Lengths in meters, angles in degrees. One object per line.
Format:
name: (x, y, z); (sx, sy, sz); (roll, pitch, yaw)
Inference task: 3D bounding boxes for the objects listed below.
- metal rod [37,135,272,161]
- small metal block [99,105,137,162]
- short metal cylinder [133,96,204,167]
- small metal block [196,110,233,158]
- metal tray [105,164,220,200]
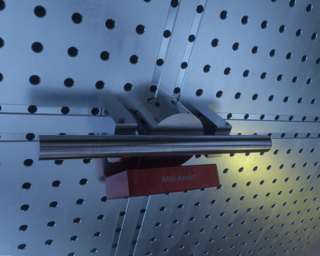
metal rod: (0.016, 0.020, 0.368); (0.303, 0.025, 0.025); (1, 118, -28)
small metal block: (-0.052, 0.005, 0.370); (0.025, 0.050, 0.050); (-1, 119, -28)
short metal cylinder: (0.009, 0.005, 0.403); (0.081, 0.050, 0.079); (-14, 124, -21)
small metal block: (0.070, 0.008, 0.438); (0.025, 0.050, 0.050); (-1, 119, -28)
metal tray: (0.002, 0.073, 0.418); (0.131, 0.090, 0.030); (0, 75, -29)
